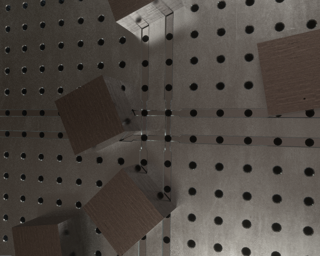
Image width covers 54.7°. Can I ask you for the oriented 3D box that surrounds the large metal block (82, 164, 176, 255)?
[{"bbox_3d":[-0.040,0.106,0.412,0.080,0.050,0.080,-45,77,14],"label":"large metal block"}]

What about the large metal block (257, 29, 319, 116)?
[{"bbox_3d":[0.157,-0.058,0.344,0.080,0.050,0.080,-9,87,19],"label":"large metal block"}]

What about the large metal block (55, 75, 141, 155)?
[{"bbox_3d":[-0.085,-0.016,0.428,0.080,0.050,0.080,-25,82,18],"label":"large metal block"}]

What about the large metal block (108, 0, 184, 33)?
[{"bbox_3d":[-0.026,-0.186,0.407,0.080,0.050,0.080,-22,83,18],"label":"large metal block"}]

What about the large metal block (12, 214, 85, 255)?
[{"bbox_3d":[-0.162,0.176,0.455,0.080,0.050,0.080,-10,87,19],"label":"large metal block"}]
